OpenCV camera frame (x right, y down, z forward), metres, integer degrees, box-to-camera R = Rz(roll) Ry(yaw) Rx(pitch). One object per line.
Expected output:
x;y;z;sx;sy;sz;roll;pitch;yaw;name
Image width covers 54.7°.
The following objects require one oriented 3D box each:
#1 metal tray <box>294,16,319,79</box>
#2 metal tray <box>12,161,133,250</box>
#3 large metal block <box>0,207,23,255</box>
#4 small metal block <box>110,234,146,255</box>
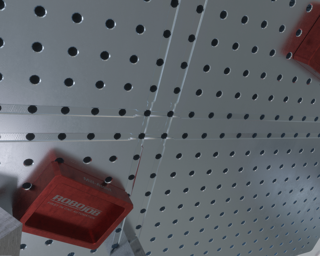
0.278;-0.120;0.485;0.131;0.030;0.090;19;108;-36;metal tray
-0.111;0.108;0.413;0.090;0.030;0.130;-49;129;7;metal tray
-0.206;0.143;0.342;0.080;0.050;0.079;-35;148;-56;large metal block
-0.051;0.209;0.497;0.025;0.050;0.050;26;104;-37;small metal block
